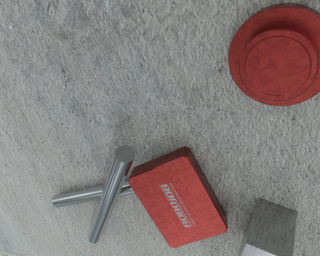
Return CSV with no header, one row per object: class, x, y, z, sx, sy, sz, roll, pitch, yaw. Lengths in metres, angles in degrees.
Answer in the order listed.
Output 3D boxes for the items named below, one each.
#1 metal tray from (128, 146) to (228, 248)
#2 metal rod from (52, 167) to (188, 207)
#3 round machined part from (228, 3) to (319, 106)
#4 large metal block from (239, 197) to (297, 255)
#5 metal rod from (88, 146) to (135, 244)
metal tray,0.027,0.099,0.431,0.090,0.030,0.130,-24,107,17
metal rod,-0.078,0.102,0.509,0.300,0.025,0.025,-18,109,34
round machined part,0.114,-0.065,0.296,0.098,0.042,0.097,13,124,20
large metal block,0.133,0.151,0.394,0.050,0.080,0.079,19,126,17
metal rod,-0.086,0.123,0.494,0.025,0.025,0.298,32,138,7
